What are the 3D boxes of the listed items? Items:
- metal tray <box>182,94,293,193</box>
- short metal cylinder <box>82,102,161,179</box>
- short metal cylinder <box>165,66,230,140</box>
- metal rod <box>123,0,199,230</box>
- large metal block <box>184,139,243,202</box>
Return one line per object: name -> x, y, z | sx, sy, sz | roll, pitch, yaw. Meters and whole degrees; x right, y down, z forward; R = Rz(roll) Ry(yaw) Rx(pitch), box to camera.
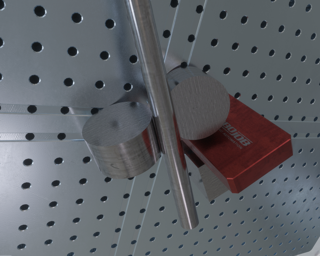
metal tray -> 0.091, 0.013, 0.401 | 0.090, 0.130, 0.030 | -33, 129, -7
short metal cylinder -> -0.043, 0.013, 0.360 | 0.080, 0.080, 0.050 | -25, 128, -13
short metal cylinder -> 0.039, -0.032, 0.385 | 0.081, 0.050, 0.079 | -5, 114, -11
metal rod -> 0.007, -0.005, 0.347 | 0.025, 0.025, 0.298 | -22, 117, -16
large metal block -> 0.088, 0.053, 0.477 | 0.080, 0.050, 0.080 | -29, 129, -10
